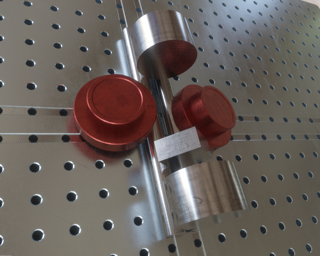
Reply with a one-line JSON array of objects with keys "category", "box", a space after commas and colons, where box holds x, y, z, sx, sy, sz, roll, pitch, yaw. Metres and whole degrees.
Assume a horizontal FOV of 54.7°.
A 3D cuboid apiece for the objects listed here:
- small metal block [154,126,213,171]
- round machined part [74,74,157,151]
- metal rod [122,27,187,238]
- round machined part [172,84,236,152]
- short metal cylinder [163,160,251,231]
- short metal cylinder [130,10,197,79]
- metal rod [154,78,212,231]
[{"category": "small metal block", "box": [0.028, 0.026, 0.361, 0.050, 0.050, 0.025, 41, 32, -60]}, {"category": "round machined part", "box": [-0.052, -0.025, 0.369, 0.099, 0.042, 0.098, 5, 61, -10]}, {"category": "metal rod", "box": [-0.014, -0.013, 0.407, 0.025, 0.025, 0.299, 1, 61, -28]}, {"category": "round machined part", "box": [0.066, -0.020, 0.428, 0.099, 0.042, 0.098, 26, 47, -31]}, {"category": "short metal cylinder", "box": [0.048, 0.073, 0.326, 0.081, 0.080, 0.050, 1, 62, -28]}, {"category": "short metal cylinder", "box": [0.004, -0.109, 0.413, 0.081, 0.080, 0.050, 1, 62, -28]}, {"category": "metal rod", "box": [0.017, -0.015, 0.425, 0.025, 0.025, 0.299, 1, 61, -28]}]
